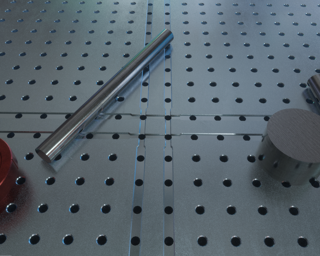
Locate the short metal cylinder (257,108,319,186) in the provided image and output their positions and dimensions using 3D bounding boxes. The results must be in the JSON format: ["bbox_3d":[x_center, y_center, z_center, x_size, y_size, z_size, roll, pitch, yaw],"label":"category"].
[{"bbox_3d":[0.164,0.022,0.375,0.081,0.050,0.080,0,50,0],"label":"short metal cylinder"}]

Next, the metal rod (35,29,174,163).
[{"bbox_3d":[-0.065,-0.064,0.460,0.025,0.025,0.301,25,54,19],"label":"metal rod"}]

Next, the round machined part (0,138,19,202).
[{"bbox_3d":[-0.209,0.057,0.346,0.099,0.042,0.098,0,50,0],"label":"round machined part"}]

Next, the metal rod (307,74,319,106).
[{"bbox_3d":[0.249,0.042,0.375,0.025,0.025,0.300,-3,50,-3],"label":"metal rod"}]
